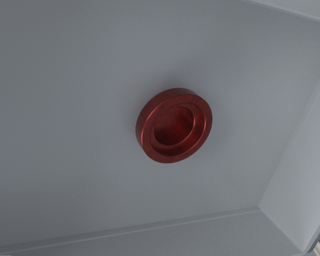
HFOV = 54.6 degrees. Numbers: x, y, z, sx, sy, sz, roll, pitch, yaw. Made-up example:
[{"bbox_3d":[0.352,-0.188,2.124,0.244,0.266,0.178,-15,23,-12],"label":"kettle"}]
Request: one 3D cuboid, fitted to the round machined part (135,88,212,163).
[{"bbox_3d":[0.014,-0.006,0.397,0.099,0.042,0.097,-14,124,-21],"label":"round machined part"}]
